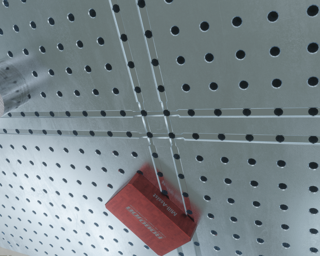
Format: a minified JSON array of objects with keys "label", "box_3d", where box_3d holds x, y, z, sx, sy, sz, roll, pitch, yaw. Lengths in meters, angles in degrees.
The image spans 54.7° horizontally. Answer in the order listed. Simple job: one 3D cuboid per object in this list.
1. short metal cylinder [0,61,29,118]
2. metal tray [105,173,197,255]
[{"label":"short metal cylinder","box_3d":[-0.260,-0.061,0.494,0.080,0.050,0.079,13,124,21]},{"label":"metal tray","box_3d":[-0.017,0.143,0.506,0.130,0.030,0.090,43,129,-2]}]
